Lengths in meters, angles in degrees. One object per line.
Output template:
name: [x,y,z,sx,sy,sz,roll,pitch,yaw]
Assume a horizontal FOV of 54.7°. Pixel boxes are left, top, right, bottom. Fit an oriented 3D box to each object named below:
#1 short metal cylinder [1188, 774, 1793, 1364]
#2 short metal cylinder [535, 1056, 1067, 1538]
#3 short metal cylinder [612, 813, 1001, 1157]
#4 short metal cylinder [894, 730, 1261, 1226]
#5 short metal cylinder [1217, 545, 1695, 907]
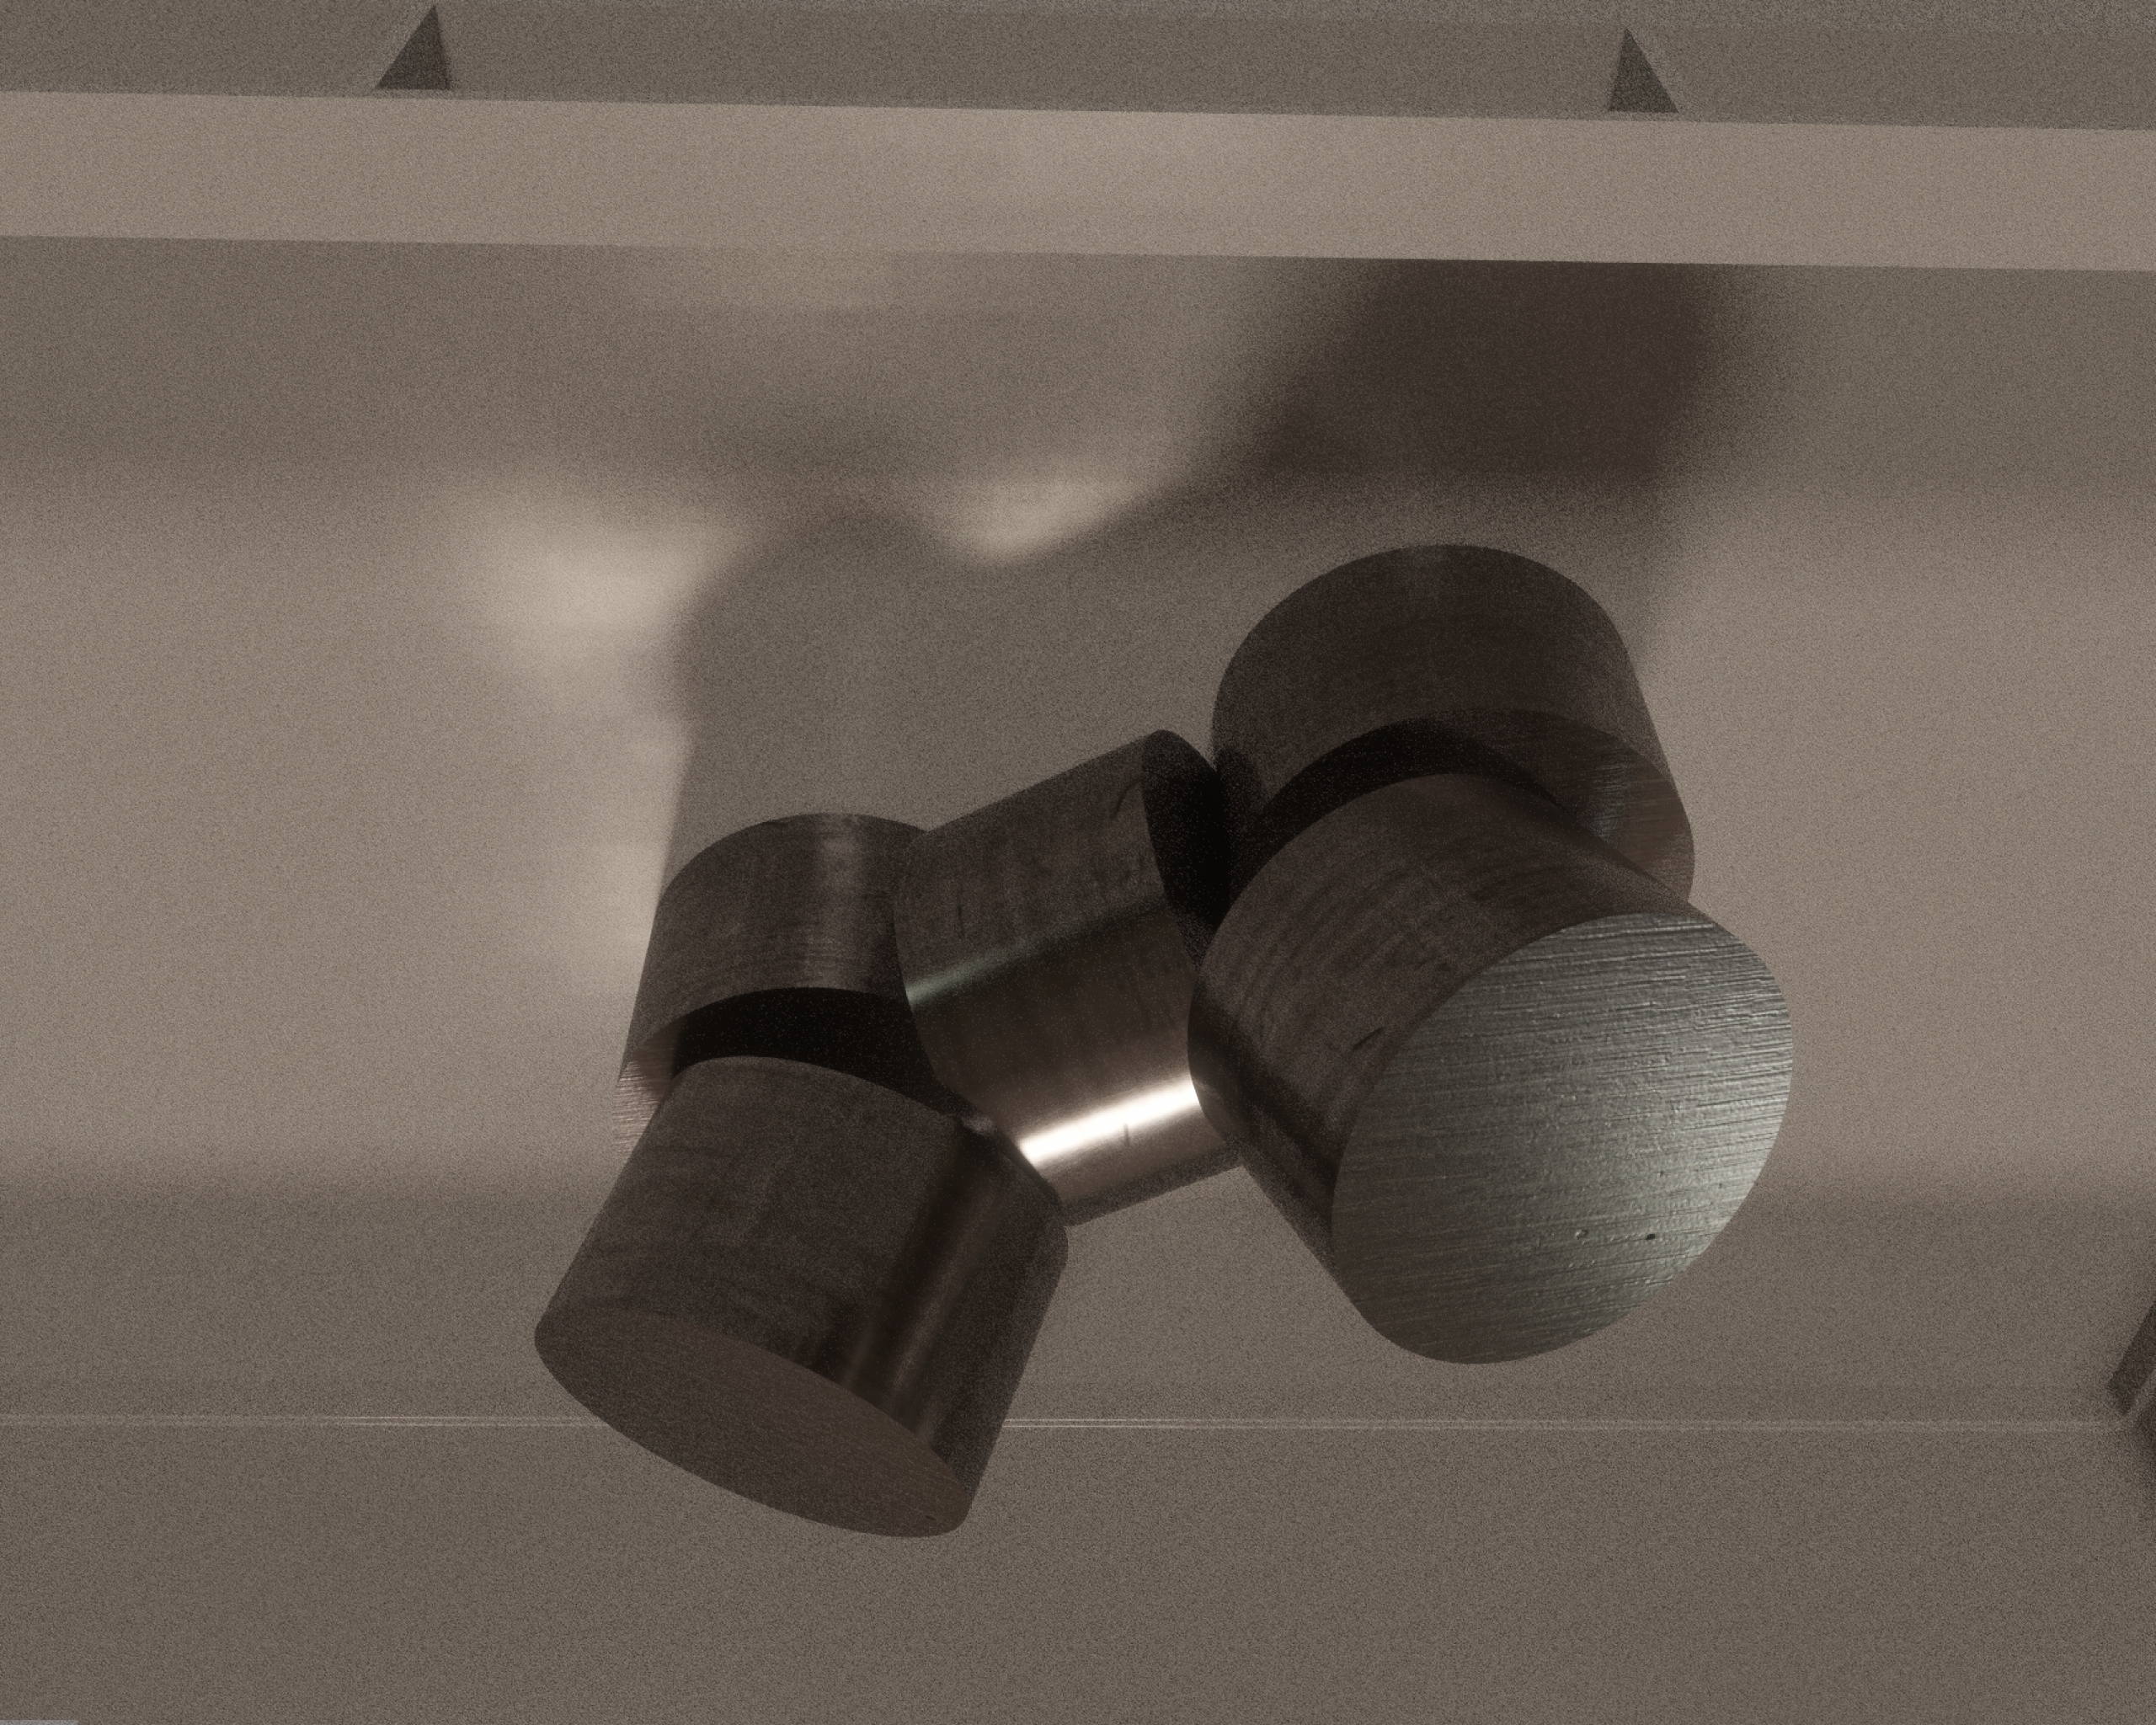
short metal cylinder: [0.065,0.032,0.333,0.081,0.050,0.079,-11,120,-19]
short metal cylinder: [-0.048,0.078,0.372,0.080,0.050,0.080,15,145,12]
short metal cylinder: [-0.049,0.037,0.421,0.081,0.050,0.079,0,130,0]
short metal cylinder: [0.009,0.022,0.389,0.050,0.080,0.080,-23,127,18]
short metal cylinder: [0.067,-0.011,0.382,0.081,0.050,0.079,0,130,0]
